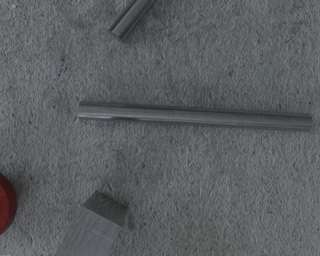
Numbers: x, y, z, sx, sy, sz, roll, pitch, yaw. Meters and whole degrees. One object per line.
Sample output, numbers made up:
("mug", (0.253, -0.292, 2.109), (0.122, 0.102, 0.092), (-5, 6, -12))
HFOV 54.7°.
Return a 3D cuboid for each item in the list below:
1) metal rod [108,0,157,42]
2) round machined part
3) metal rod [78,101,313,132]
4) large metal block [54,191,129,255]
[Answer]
("metal rod", (0.036, -0.238, 0.410), (0.025, 0.025, 0.300), (39, 90, -1))
("round machined part", (-0.233, 0.098, 0.399), (0.099, 0.042, 0.097), (0, 90, -1))
("metal rod", (0.046, -0.015, 0.410), (0.302, 0.025, 0.025), (3, 90, -1))
("large metal block", (-0.084, 0.132, 0.382), (0.050, 0.080, 0.080), (28, 90, -1))
